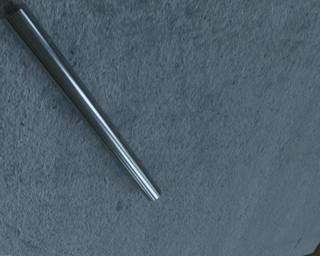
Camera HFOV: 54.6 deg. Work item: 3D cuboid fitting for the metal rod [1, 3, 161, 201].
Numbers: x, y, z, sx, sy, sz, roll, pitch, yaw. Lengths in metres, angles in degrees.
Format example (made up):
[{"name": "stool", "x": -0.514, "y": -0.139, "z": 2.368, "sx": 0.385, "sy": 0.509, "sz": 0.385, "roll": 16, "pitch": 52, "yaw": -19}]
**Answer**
[{"name": "metal rod", "x": -0.069, "y": -0.003, "z": 0.366, "sx": 0.025, "sy": 0.025, "sz": 0.299, "roll": -35, "pitch": 129, "yaw": -5}]
